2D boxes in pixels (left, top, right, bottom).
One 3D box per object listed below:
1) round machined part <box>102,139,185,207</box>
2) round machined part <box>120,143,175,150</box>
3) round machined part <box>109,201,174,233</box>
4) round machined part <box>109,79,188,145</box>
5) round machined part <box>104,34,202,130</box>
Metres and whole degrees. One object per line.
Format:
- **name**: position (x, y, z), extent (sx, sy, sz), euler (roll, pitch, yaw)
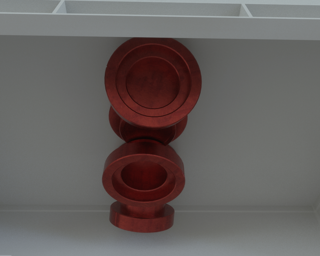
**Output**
- **round machined part**: position (-0.019, 0.052, 0.383), extent (0.099, 0.042, 0.097), euler (-1, 130, 0)
- **round machined part**: position (-0.021, 0.064, 0.450), extent (0.099, 0.042, 0.097), euler (-1, 130, 0)
- **round machined part**: position (-0.027, 0.122, 0.476), extent (0.099, 0.098, 0.042), euler (5, 93, -5)
- **round machined part**: position (-0.015, -0.010, 0.387), extent (0.099, 0.042, 0.097), euler (-1, 130, 0)
- **round machined part**: position (-0.008, -0.046, 0.332), extent (0.099, 0.097, 0.042), euler (5, 172, -5)
